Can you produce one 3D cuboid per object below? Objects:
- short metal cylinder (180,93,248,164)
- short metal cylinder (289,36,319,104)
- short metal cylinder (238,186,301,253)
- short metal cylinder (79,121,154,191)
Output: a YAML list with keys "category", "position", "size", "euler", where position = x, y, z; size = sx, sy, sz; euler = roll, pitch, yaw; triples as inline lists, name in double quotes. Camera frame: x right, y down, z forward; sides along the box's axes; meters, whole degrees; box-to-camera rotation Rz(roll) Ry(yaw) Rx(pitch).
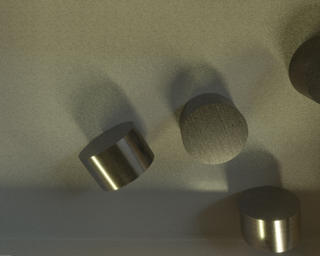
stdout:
- category: "short metal cylinder"
  position: [0.067, 0.000, 0.398]
  size: [0.081, 0.050, 0.079]
  euler: [0, 110, 0]
- category: "short metal cylinder"
  position: [0.206, -0.069, 0.374]
  size: [0.081, 0.050, 0.079]
  euler: [0, 110, 0]
- category: "short metal cylinder"
  position: [0.151, 0.123, 0.429]
  size: [0.080, 0.080, 0.050]
  euler: [-9, 110, 3]
- category: "short metal cylinder"
  position: [-0.055, 0.034, 0.394]
  size: [0.080, 0.080, 0.050]
  euler: [-28, 108, 10]
